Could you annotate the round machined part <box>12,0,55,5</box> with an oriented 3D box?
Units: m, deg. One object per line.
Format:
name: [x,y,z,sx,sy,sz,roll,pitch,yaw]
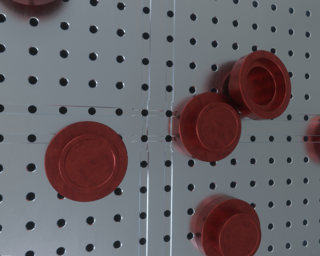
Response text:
round machined part: [-0.149,-0.187,0.348,0.099,0.042,0.097,0,90,-20]

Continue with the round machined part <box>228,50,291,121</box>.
round machined part: [0.139,-0.059,0.449,0.099,0.042,0.098,2,85,-27]

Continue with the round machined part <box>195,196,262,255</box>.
round machined part: [0.104,0.150,0.442,0.099,0.042,0.097,0,90,-20]

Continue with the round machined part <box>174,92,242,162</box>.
round machined part: [0.072,-0.001,0.430,0.099,0.042,0.097,0,90,-20]

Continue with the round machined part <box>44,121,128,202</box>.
round machined part: [-0.086,0.040,0.372,0.099,0.042,0.097,0,90,-20]
